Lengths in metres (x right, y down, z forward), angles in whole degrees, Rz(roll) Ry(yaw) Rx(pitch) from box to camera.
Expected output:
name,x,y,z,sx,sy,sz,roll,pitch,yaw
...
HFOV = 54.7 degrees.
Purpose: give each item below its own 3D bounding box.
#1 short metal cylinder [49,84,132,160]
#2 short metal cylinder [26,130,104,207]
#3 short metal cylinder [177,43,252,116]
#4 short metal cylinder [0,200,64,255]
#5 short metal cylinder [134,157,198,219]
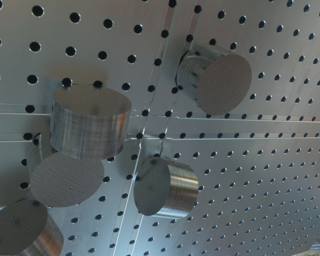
name,x,y,z,sx,sy,sz,roll,pitch,yaw
short metal cylinder,-0.074,-0.009,0.331,0.081,0.080,0.050,-1,119,-28
short metal cylinder,-0.112,0.045,0.363,0.081,0.050,0.079,-14,125,-21
short metal cylinder,0.069,-0.062,0.396,0.081,0.050,0.079,-14,124,-21
short metal cylinder,-0.164,0.133,0.369,0.081,0.080,0.050,-24,128,-14
short metal cylinder,0.007,0.084,0.434,0.050,0.080,0.080,19,108,-36
